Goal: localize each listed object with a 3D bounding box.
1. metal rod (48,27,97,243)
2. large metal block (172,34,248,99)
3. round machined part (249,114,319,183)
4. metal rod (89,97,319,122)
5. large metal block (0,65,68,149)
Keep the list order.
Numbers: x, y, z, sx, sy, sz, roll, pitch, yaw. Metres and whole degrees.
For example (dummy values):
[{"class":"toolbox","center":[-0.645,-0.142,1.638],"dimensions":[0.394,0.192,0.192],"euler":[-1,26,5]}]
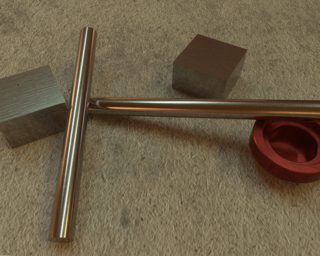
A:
[{"class":"metal rod","center":[-0.103,-0.015,0.387],"dimensions":[0.025,0.025,0.299],"euler":[-1,58,-1]},{"class":"large metal block","center":[0.073,-0.088,0.462],"dimensions":[0.080,0.050,0.080],"euler":[24,54,18]},{"class":"round machined part","center":[0.157,0.024,0.374],"dimensions":[0.099,0.042,0.098],"euler":[0,50,0]},{"class":"metal rod","center":[0.040,-0.025,0.390],"dimensions":[0.301,0.025,0.025],"euler":[2,49,15]},{"class":"large metal block","center":[-0.170,-0.030,0.410],"dimensions":[0.081,0.050,0.080],"euler":[-21,53,-17]}]
